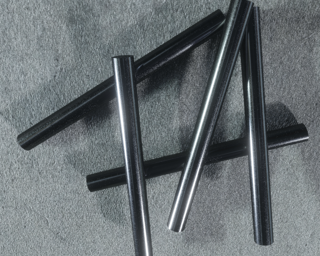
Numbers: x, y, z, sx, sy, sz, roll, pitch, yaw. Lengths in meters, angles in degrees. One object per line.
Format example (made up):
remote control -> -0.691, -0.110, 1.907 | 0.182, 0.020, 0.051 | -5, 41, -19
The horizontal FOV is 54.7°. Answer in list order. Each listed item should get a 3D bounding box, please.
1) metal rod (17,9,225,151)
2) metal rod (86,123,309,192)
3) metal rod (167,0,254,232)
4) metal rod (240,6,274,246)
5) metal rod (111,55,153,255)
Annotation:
metal rod -> -0.053, -0.054, 0.388 | 0.300, 0.025, 0.025 | -30, 108, 10
metal rod -> 0.047, 0.042, 0.425 | 0.301, 0.025, 0.025 | -14, 110, 5
metal rod -> 0.056, -0.001, 0.383 | 0.025, 0.025, 0.298 | 12, 108, -5
metal rod -> 0.121, 0.007, 0.389 | 0.025, 0.025, 0.298 | -7, 101, 2
metal rod -> -0.032, 0.058, 0.403 | 0.025, 0.025, 0.298 | -4, 110, 1
